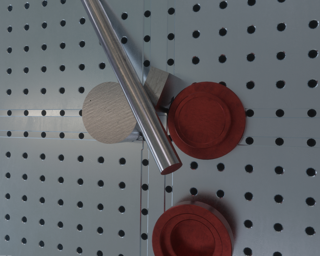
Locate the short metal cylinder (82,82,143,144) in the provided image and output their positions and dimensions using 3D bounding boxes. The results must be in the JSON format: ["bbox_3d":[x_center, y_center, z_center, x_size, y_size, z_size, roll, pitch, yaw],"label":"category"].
[{"bbox_3d":[-0.057,-0.020,0.419,0.080,0.050,0.079,0,90,19],"label":"short metal cylinder"}]

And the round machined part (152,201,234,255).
[{"bbox_3d":[0.043,0.140,0.388,0.098,0.042,0.097,0,90,19],"label":"round machined part"}]

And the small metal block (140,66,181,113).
[{"bbox_3d":[-0.001,-0.048,0.399,0.025,0.050,0.050,25,98,18],"label":"small metal block"}]

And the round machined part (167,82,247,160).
[{"bbox_3d":[0.056,-0.009,0.384,0.098,0.042,0.097,0,90,19],"label":"round machined part"}]

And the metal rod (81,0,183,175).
[{"bbox_3d":[-0.048,-0.078,0.388,0.025,0.025,0.299,-34,64,16],"label":"metal rod"}]
